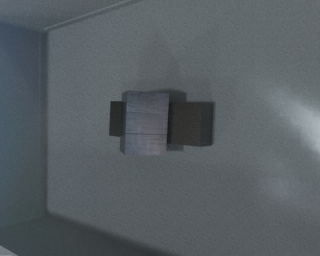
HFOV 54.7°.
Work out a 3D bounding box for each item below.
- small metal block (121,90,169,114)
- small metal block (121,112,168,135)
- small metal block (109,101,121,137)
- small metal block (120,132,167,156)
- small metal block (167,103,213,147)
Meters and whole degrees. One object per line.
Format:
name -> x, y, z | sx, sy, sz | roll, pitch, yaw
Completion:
small metal block -> -0.020, -0.031, 0.389 | 0.050, 0.050, 0.025 | -169, 81, -76
small metal block -> -0.021, -0.006, 0.391 | 0.050, 0.050, 0.025 | -172, 84, -76
small metal block -> -0.045, -0.012, 0.440 | 0.050, 0.025, 0.050 | 5, 93, 39
small metal block -> -0.023, 0.019, 0.392 | 0.050, 0.050, 0.025 | -172, 84, -76
small metal block -> 0.035, -0.005, 0.375 | 0.050, 0.025, 0.050 | 4, 93, 39
